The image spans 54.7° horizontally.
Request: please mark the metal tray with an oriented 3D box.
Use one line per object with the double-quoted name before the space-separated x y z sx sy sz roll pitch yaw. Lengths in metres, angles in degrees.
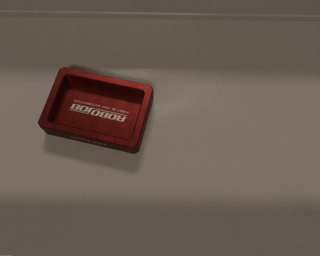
"metal tray" -0.082 -0.024 0.414 0.131 0.030 0.090 13 70 4
